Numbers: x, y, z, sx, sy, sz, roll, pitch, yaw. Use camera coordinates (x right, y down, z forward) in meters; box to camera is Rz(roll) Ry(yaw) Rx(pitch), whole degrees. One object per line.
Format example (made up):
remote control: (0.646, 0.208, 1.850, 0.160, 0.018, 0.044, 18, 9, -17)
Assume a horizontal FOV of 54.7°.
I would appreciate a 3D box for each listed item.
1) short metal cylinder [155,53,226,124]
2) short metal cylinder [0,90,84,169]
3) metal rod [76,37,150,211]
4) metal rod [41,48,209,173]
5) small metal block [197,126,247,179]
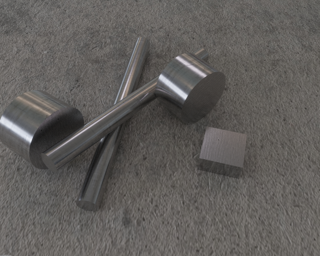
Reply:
short metal cylinder: (0.041, -0.052, 0.412, 0.080, 0.080, 0.050, -33, 58, -24)
short metal cylinder: (-0.137, 0.002, 0.365, 0.050, 0.080, 0.080, 28, 55, 21)
metal rod: (-0.053, -0.030, 0.427, 0.025, 0.025, 0.300, 7, 50, 6)
metal rod: (-0.024, -0.041, 0.412, 0.025, 0.025, 0.302, 31, 49, 23)
small metal block: (0.076, 0.029, 0.379, 0.050, 0.025, 0.050, 12, 51, 10)
